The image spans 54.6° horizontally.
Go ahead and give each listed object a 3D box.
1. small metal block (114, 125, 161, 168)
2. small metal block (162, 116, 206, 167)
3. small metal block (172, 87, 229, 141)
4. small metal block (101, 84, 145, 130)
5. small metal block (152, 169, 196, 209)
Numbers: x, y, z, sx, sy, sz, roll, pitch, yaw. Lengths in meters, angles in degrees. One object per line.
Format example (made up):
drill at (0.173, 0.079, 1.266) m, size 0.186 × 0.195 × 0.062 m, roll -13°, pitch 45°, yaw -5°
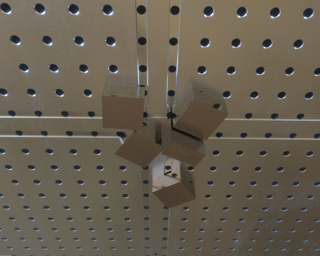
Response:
small metal block at (-0.028, 0.023, 0.431) m, size 0.050 × 0.025 × 0.050 m, roll 28°, pitch 125°, yaw -22°
small metal block at (0.030, 0.017, 0.410) m, size 0.050 × 0.050 × 0.025 m, roll 23°, pitch 127°, yaw -18°
small metal block at (0.051, -0.017, 0.398) m, size 0.050 × 0.025 × 0.050 m, roll 22°, pitch 127°, yaw -18°
small metal block at (-0.046, -0.025, 0.389) m, size 0.050 × 0.025 × 0.050 m, roll 4°, pitch 130°, yaw -3°
small metal block at (0.023, 0.098, 0.495) m, size 0.050 × 0.025 × 0.050 m, roll -24°, pitch 126°, yaw 19°
